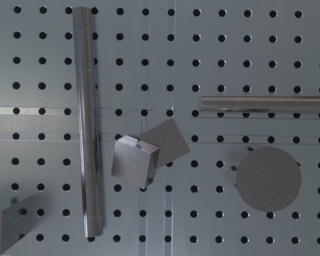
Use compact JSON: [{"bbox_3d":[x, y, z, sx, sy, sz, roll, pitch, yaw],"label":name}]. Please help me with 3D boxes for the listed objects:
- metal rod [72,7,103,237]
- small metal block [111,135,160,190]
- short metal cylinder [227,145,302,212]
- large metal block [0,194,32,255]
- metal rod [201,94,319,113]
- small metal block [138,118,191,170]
[{"bbox_3d":[-0.096,-0.008,0.412,0.025,0.025,0.298,-3,90,0],"label":"metal rod"},{"bbox_3d":[-0.032,0.043,0.397,0.050,0.025,0.050,19,112,21],"label":"small metal block"},{"bbox_3d":[0.132,0.063,0.402,0.081,0.050,0.080,0,90,0],"label":"short metal cylinder"},{"bbox_3d":[-0.217,0.116,0.384,0.081,0.080,0.050,2,90,0],"label":"large metal block"},{"bbox_3d":[0.206,-0.032,0.414,0.302,0.025,0.025,0,90,0],"label":"metal rod"},{"bbox_3d":[0.006,0.020,0.413,0.050,0.025,0.050,-28,90,0],"label":"small metal block"}]
